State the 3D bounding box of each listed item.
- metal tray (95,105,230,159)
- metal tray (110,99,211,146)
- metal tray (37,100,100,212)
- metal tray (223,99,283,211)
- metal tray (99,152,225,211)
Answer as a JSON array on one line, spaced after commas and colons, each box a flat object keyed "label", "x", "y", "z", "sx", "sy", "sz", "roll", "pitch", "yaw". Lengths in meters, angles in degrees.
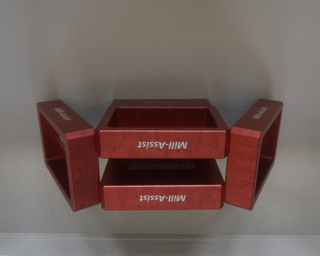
[{"label": "metal tray", "x": 0.003, "y": 0.001, "z": 0.343, "sx": 0.131, "sy": 0.090, "sz": 0.030, "roll": 0, "pitch": 110, "yaw": -1}, {"label": "metal tray", "x": 0.002, "y": 0.009, "z": 0.410, "sx": 0.131, "sy": 0.030, "sz": 0.089, "roll": -1, "pitch": 110, "yaw": -1}, {"label": "metal tray", "x": -0.110, "y": 0.026, "z": 0.364, "sx": 0.030, "sy": 0.130, "sz": 0.089, "roll": -12, "pitch": 114, "yaw": -30}, {"label": "metal tray", "x": 0.113, "y": 0.024, "z": 0.365, "sx": 0.030, "sy": 0.131, "sz": 0.089, "roll": 12, "pitch": 113, "yaw": 27}, {"label": "metal tray", "x": 0.002, "y": 0.058, "z": 0.364, "sx": 0.131, "sy": 0.090, "sz": 0.030, "roll": 0, "pitch": 110, "yaw": -1}]
